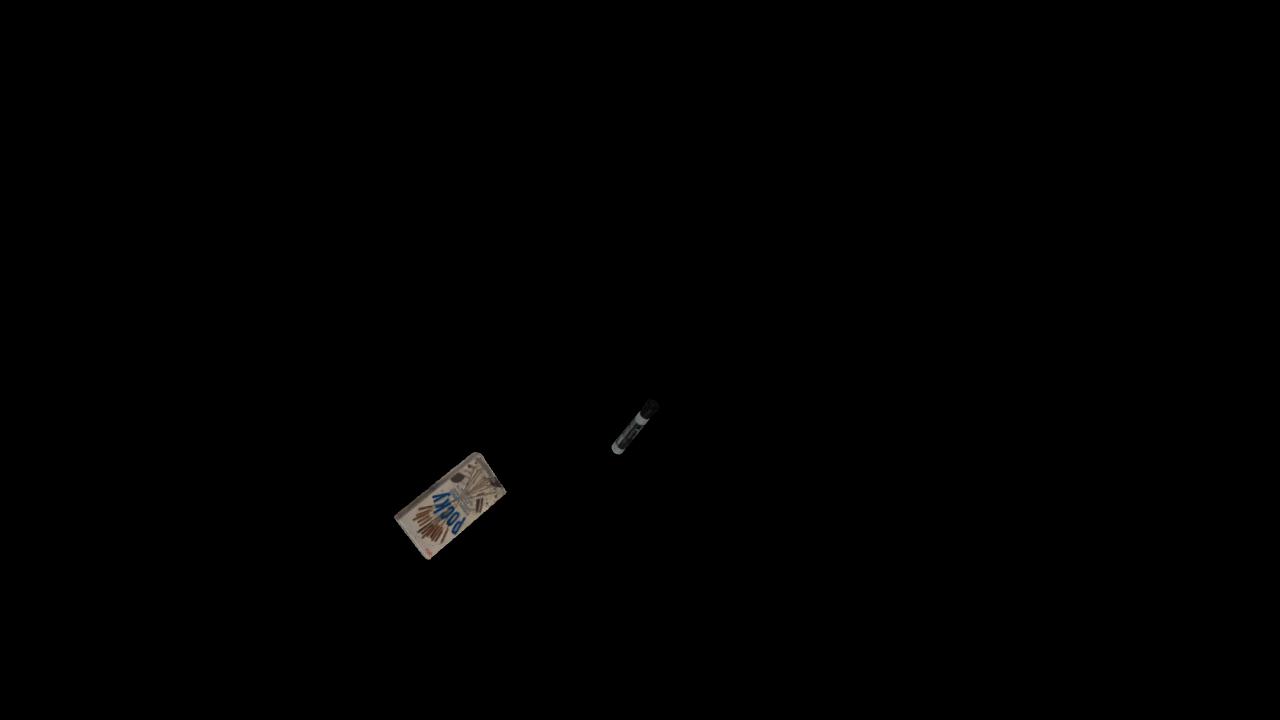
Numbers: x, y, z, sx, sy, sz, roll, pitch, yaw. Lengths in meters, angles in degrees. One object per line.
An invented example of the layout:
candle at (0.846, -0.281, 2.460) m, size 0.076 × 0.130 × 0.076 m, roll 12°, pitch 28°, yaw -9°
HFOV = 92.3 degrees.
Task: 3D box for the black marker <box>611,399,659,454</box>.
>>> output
black marker at (-0.007, 0.091, 0.832) m, size 0.020 × 0.020 × 0.121 m, roll 0°, pitch -36°, yaw -32°

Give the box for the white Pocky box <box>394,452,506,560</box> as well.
white Pocky box at (-0.288, 0.221, 0.946) m, size 0.154 × 0.084 × 0.028 m, roll -40°, pitch 23°, yaw -32°
